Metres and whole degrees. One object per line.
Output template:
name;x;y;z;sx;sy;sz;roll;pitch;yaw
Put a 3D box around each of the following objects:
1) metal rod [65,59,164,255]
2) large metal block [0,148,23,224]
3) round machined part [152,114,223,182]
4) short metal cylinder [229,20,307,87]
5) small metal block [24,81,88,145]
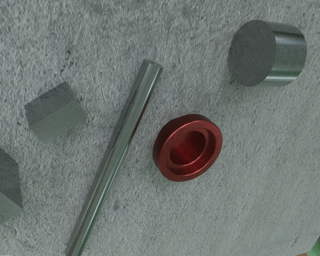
metal rod;-0.067;0.054;0.404;0.025;0.025;0.298;12;112;-34
large metal block;-0.191;0.065;0.307;0.080;0.080;0.050;-34;129;-6
round machined part;0.034;0.023;0.431;0.099;0.042;0.097;-14;125;-21
short metal cylinder;0.133;-0.092;0.389;0.050;0.080;0.079;-3;120;-27
small metal block;-0.108;-0.017;0.321;0.050;0.050;0.025;-33;129;-7
